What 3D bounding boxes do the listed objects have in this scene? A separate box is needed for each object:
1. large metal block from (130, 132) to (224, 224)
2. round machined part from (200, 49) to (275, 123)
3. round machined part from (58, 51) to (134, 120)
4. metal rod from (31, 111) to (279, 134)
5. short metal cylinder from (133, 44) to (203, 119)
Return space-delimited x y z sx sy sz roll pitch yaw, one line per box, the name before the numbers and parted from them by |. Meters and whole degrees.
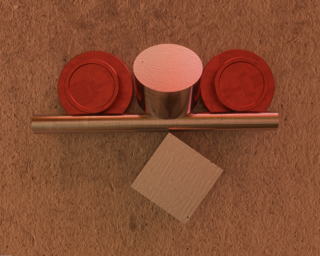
large metal block | 0.021 0.060 0.397 0.080 0.050 0.080 35 90 0
round machined part | 0.101 -0.054 0.404 0.099 0.042 0.097 0 90 0
round machined part | -0.084 -0.052 0.401 0.099 0.042 0.097 0 90 0
metal rod | -0.005 -0.007 0.390 0.302 0.025 0.025 -1 90 0
short metal cylinder | 0.010 -0.057 0.380 0.080 0.050 0.080 0 55 0
